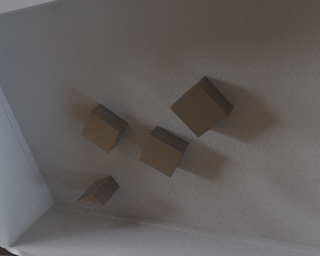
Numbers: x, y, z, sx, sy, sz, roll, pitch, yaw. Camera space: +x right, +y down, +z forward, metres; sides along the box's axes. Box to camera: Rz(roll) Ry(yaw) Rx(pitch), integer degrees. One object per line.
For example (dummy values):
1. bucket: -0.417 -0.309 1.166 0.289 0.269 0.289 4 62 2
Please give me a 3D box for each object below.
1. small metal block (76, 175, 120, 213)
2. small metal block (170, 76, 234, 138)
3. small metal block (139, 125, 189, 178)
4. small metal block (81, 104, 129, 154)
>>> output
1. small metal block: -0.103 0.110 0.515 0.050 0.050 0.025 -27 103 37
2. small metal block: 0.049 -0.024 0.368 0.050 0.025 0.050 46 129 -5
3. small metal block: 0.005 0.033 0.426 0.050 0.025 0.050 29 128 9
4. small metal block: -0.081 0.001 0.452 0.050 0.025 0.050 36 129 4
